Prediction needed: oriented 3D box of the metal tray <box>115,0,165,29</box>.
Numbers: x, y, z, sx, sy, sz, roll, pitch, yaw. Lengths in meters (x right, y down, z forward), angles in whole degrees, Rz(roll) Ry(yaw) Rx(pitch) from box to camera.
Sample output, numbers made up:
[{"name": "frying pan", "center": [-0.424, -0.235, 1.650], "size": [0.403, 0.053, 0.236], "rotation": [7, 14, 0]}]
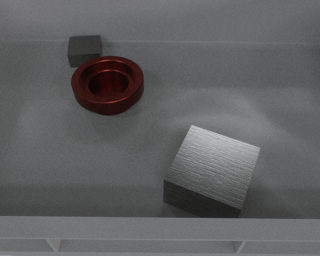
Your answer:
[{"name": "metal tray", "center": [-0.041, -0.245, 0.609], "size": [0.091, 0.030, 0.130], "rotation": [-3, 50, -3]}]

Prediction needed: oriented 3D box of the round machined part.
[{"name": "round machined part", "center": [-0.072, -0.056, 0.440], "size": [0.099, 0.042, 0.098], "rotation": [0, 50, 0]}]

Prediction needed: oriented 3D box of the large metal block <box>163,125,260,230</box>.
[{"name": "large metal block", "center": [0.057, 0.053, 0.345], "size": [0.080, 0.050, 0.080], "rotation": [19, 53, 15]}]

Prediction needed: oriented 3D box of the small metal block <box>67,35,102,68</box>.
[{"name": "small metal block", "center": [-0.122, -0.126, 0.510], "size": [0.050, 0.025, 0.050], "rotation": [-5, 50, -5]}]
